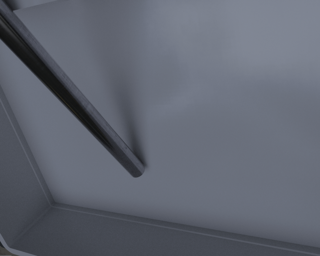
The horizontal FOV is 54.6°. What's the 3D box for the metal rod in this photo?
[{"bbox_3d":[-0.091,-0.023,0.362,0.025,0.025,0.300,0,145,28],"label":"metal rod"}]
